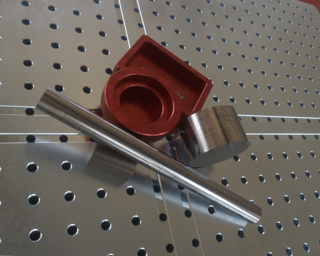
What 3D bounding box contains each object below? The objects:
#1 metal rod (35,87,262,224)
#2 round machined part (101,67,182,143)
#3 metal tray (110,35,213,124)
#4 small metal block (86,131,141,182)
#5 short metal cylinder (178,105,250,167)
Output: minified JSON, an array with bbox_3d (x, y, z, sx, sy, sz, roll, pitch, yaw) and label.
[{"bbox_3d":[0.004,0.042,0.360,0.301,0.025,0.025,31,51,-20],"label":"metal rod"},{"bbox_3d":[-0.026,-0.025,0.389,0.099,0.042,0.098,12,57,-19],"label":"round machined part"},{"bbox_3d":[0.006,-0.068,0.450,0.130,0.030,0.090,34,51,-6],"label":"metal tray"},{"bbox_3d":[-0.052,0.028,0.364,0.050,0.025,0.050,25,53,-13],"label":"small metal block"},{"bbox_3d":[0.069,0.012,0.403,0.081,0.080,0.050,-4,64,-30],"label":"short metal cylinder"}]
